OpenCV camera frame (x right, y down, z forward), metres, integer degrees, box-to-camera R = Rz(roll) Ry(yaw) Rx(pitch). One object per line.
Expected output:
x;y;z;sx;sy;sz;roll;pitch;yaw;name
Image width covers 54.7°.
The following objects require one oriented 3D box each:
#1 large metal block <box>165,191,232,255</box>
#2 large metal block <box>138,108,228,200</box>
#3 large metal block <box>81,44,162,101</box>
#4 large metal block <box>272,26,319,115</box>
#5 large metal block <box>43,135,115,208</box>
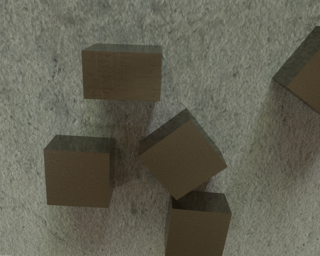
0.051;0.139;0.449;0.081;0.050;0.079;6;110;-3;large metal block
0.029;0.034;0.409;0.080;0.050;0.080;-36;107;12;large metal block
-0.039;-0.067;0.355;0.081;0.080;0.050;2;110;-1;large metal block
0.201;-0.065;0.376;0.080;0.050;0.080;34;106;-12;large metal block
-0.105;0.057;0.416;0.081;0.050;0.079;4;110;-2;large metal block
